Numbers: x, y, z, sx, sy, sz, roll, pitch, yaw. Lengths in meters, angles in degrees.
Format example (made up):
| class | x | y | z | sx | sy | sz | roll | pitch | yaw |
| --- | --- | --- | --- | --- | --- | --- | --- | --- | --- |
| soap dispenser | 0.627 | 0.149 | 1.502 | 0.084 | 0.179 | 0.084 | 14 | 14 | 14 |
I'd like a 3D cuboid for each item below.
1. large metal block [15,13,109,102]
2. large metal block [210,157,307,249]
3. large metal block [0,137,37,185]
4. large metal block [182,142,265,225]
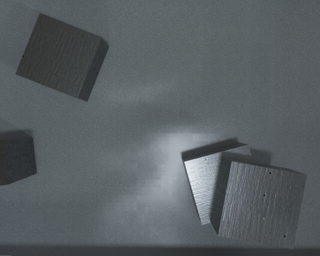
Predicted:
| class | x | y | z | sx | sy | sz | roll | pitch | yaw |
| --- | --- | --- | --- | --- | --- | --- | --- | --- | --- |
| large metal block | -0.122 | -0.087 | 0.398 | 0.080 | 0.050 | 0.080 | 22 | 90 | 0 |
| large metal block | 0.108 | 0.081 | 0.350 | 0.080 | 0.050 | 0.080 | 10 | 90 | 0 |
| large metal block | -0.211 | 0.042 | 0.382 | 0.080 | 0.080 | 0.050 | -6 | 90 | 0 |
| large metal block | 0.079 | 0.069 | 0.399 | 0.080 | 0.050 | 0.080 | -15 | 90 | 0 |
